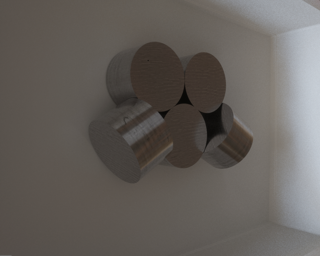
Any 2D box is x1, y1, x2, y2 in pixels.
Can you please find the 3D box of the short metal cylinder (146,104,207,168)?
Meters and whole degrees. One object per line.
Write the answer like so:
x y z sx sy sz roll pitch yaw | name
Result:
0.015 0.010 0.401 0.081 0.050 0.080 0 90 -40 | short metal cylinder

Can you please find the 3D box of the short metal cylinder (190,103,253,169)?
0.082 0.011 0.437 0.050 0.080 0.080 37 68 -34 | short metal cylinder

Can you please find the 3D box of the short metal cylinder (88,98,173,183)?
-0.033 0.014 0.341 0.050 0.080 0.080 -38 113 -34 | short metal cylinder

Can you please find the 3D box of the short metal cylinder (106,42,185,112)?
-0.017 -0.059 0.374 0.081 0.050 0.080 0 90 -40 | short metal cylinder

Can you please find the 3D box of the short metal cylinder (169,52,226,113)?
0.045 -0.060 0.426 0.081 0.050 0.080 0 90 -40 | short metal cylinder
